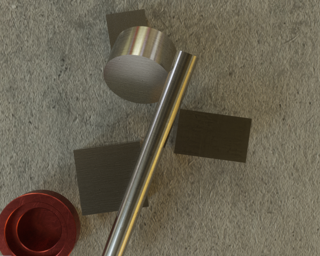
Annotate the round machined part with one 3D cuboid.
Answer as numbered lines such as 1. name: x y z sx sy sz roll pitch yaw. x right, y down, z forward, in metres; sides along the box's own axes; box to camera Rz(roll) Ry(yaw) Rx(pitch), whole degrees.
1. round machined part: -0.152 0.128 0.400 0.099 0.042 0.097 0 90 -1

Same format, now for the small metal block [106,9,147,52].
1. small metal block: -0.041 -0.125 0.409 0.050 0.025 0.050 -9 90 -1

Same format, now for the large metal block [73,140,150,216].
1. large metal block: -0.059 0.061 0.397 0.081 0.050 0.080 -8 90 -1

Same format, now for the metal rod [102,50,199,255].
1. metal rod: -0.022 0.059 0.354 0.025 0.025 0.298 20 97 -1

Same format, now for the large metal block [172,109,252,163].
1. large metal block: 0.059 0.009 0.383 0.081 0.080 0.050 8 90 -1

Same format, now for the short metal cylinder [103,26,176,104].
1. short metal cylinder: -0.022 -0.074 0.375 0.080 0.080 0.050 12 55 -1
